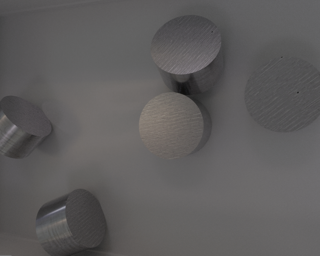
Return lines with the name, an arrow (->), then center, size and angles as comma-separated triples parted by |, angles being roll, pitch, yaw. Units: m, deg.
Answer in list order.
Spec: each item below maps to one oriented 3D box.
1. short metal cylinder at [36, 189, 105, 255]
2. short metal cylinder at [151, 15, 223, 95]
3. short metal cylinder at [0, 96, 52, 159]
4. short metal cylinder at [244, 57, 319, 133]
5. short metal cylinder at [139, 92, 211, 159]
short metal cylinder -> -0.120, 0.130, 0.424 | 0.050, 0.080, 0.080 | -26, 82, 18
short metal cylinder -> 0.034, -0.086, 0.371 | 0.080, 0.050, 0.080 | -5, 68, 13
short metal cylinder -> -0.210, -0.001, 0.455 | 0.050, 0.080, 0.080 | -43, 77, 15
short metal cylinder -> 0.139, -0.035, 0.348 | 0.080, 0.050, 0.080 | 0, 90, 20
short metal cylinder -> 0.021, -0.003, 0.390 | 0.080, 0.050, 0.080 | 0, 90, 20
